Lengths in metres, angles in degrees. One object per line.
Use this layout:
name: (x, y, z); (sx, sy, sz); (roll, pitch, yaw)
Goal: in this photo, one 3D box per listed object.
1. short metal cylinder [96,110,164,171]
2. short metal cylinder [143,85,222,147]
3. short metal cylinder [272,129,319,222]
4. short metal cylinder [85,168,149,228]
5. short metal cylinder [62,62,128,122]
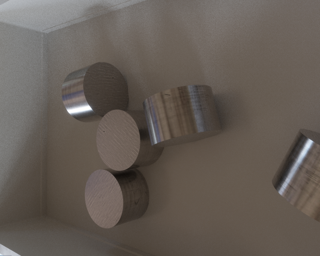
short metal cylinder: (-0.040, 0.015, 0.422); (0.080, 0.050, 0.079); (1, 92, 37)
short metal cylinder: (0.025, -0.011, 0.351); (0.080, 0.081, 0.050); (-20, 78, 38)
short metal cylinder: (0.142, 0.041, 0.254); (0.080, 0.081, 0.050); (34, 111, 35)
short metal cylinder: (-0.062, 0.096, 0.442); (0.080, 0.050, 0.080); (0, 90, 40)
short metal cylinder: (-0.092, -0.050, 0.448); (0.050, 0.081, 0.080); (-8, 85, 40)
